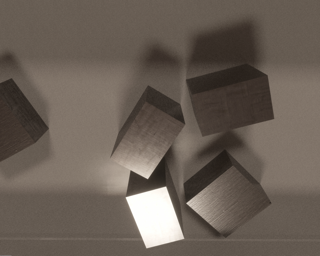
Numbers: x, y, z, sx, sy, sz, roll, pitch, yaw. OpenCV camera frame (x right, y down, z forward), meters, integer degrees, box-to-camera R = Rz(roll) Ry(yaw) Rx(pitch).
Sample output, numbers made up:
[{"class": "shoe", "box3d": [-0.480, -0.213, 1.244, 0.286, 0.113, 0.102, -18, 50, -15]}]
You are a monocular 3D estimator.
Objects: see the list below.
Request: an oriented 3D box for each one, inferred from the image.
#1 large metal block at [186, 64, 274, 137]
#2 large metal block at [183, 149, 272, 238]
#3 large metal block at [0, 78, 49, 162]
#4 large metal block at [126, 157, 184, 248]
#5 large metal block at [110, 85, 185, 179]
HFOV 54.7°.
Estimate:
[{"class": "large metal block", "box3d": [0.079, -0.036, 0.370, 0.080, 0.080, 0.050, -14, 110, 5]}, {"class": "large metal block", "box3d": [0.091, 0.091, 0.433, 0.080, 0.050, 0.080, -43, 105, 14]}, {"class": "large metal block", "box3d": [-0.206, -0.005, 0.393, 0.080, 0.050, 0.080, -28, 108, 9]}, {"class": "large metal block", "box3d": [-0.005, 0.098, 0.418, 0.050, 0.080, 0.080, -16, 110, 5]}, {"class": "large metal block", "box3d": [-0.015, 0.002, 0.383, 0.050, 0.080, 0.080, 30, 107, -11]}]
